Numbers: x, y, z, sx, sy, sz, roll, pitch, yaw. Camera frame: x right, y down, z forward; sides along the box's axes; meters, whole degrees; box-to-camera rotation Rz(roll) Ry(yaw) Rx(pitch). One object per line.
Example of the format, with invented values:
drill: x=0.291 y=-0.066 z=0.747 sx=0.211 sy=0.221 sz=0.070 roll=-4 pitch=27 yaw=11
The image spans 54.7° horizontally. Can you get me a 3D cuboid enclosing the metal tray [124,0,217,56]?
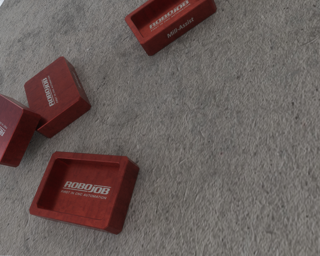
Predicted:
metal tray: x=0.014 y=-0.186 z=0.507 sx=0.130 sy=0.030 sz=0.090 roll=-33 pitch=51 yaw=6

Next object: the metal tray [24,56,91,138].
metal tray: x=-0.178 y=-0.056 z=0.528 sx=0.090 sy=0.030 sz=0.130 roll=-35 pitch=51 yaw=4

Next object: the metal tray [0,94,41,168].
metal tray: x=-0.254 y=0.000 z=0.511 sx=0.130 sy=0.030 sz=0.090 roll=22 pitch=88 yaw=43

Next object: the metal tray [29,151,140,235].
metal tray: x=-0.099 y=0.080 z=0.403 sx=0.130 sy=0.030 sz=0.090 roll=1 pitch=62 yaw=28
